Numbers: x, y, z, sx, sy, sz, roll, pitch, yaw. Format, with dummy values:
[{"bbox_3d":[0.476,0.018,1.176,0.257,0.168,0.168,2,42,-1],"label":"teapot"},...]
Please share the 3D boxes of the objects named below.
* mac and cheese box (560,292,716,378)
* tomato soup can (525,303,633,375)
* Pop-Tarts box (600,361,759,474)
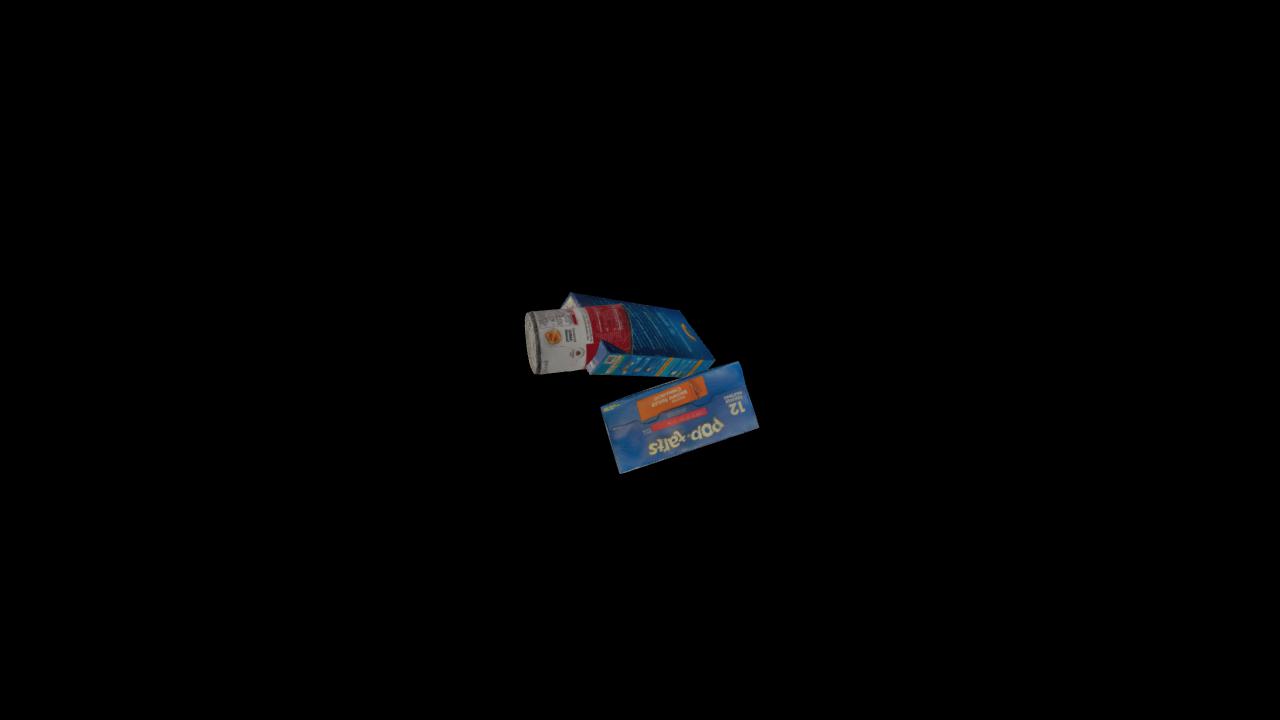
[{"bbox_3d":[-0.001,-0.025,0.706,0.184,0.093,0.041,5,-48,-47],"label":"mac and cheese box"},{"bbox_3d":[-0.065,-0.022,0.643,0.101,0.068,0.068,-6,2,-18],"label":"tomato soup can"},{"bbox_3d":[0.044,0.067,0.753,0.167,0.083,0.141,-19,-2,-1],"label":"Pop-Tarts box"}]
